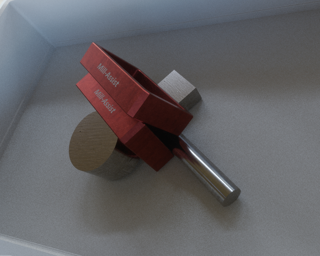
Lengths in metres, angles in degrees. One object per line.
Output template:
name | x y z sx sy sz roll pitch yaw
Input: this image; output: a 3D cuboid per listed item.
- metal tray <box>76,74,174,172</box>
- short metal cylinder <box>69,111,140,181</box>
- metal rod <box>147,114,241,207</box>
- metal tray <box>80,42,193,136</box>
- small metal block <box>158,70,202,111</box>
metal tray | -0.045 -0.011 0.391 0.030 0.090 0.130 -43 51 -1
short metal cylinder | -0.070 0.023 0.401 0.080 0.050 0.080 -14 61 28
metal rod | -0.008 -0.011 0.415 0.025 0.025 0.300 -43 51 -2
metal tray | -0.030 -0.048 0.373 0.030 0.090 0.130 -54 50 12
small metal block | 0.019 -0.043 0.419 0.050 0.025 0.050 -42 51 -1
